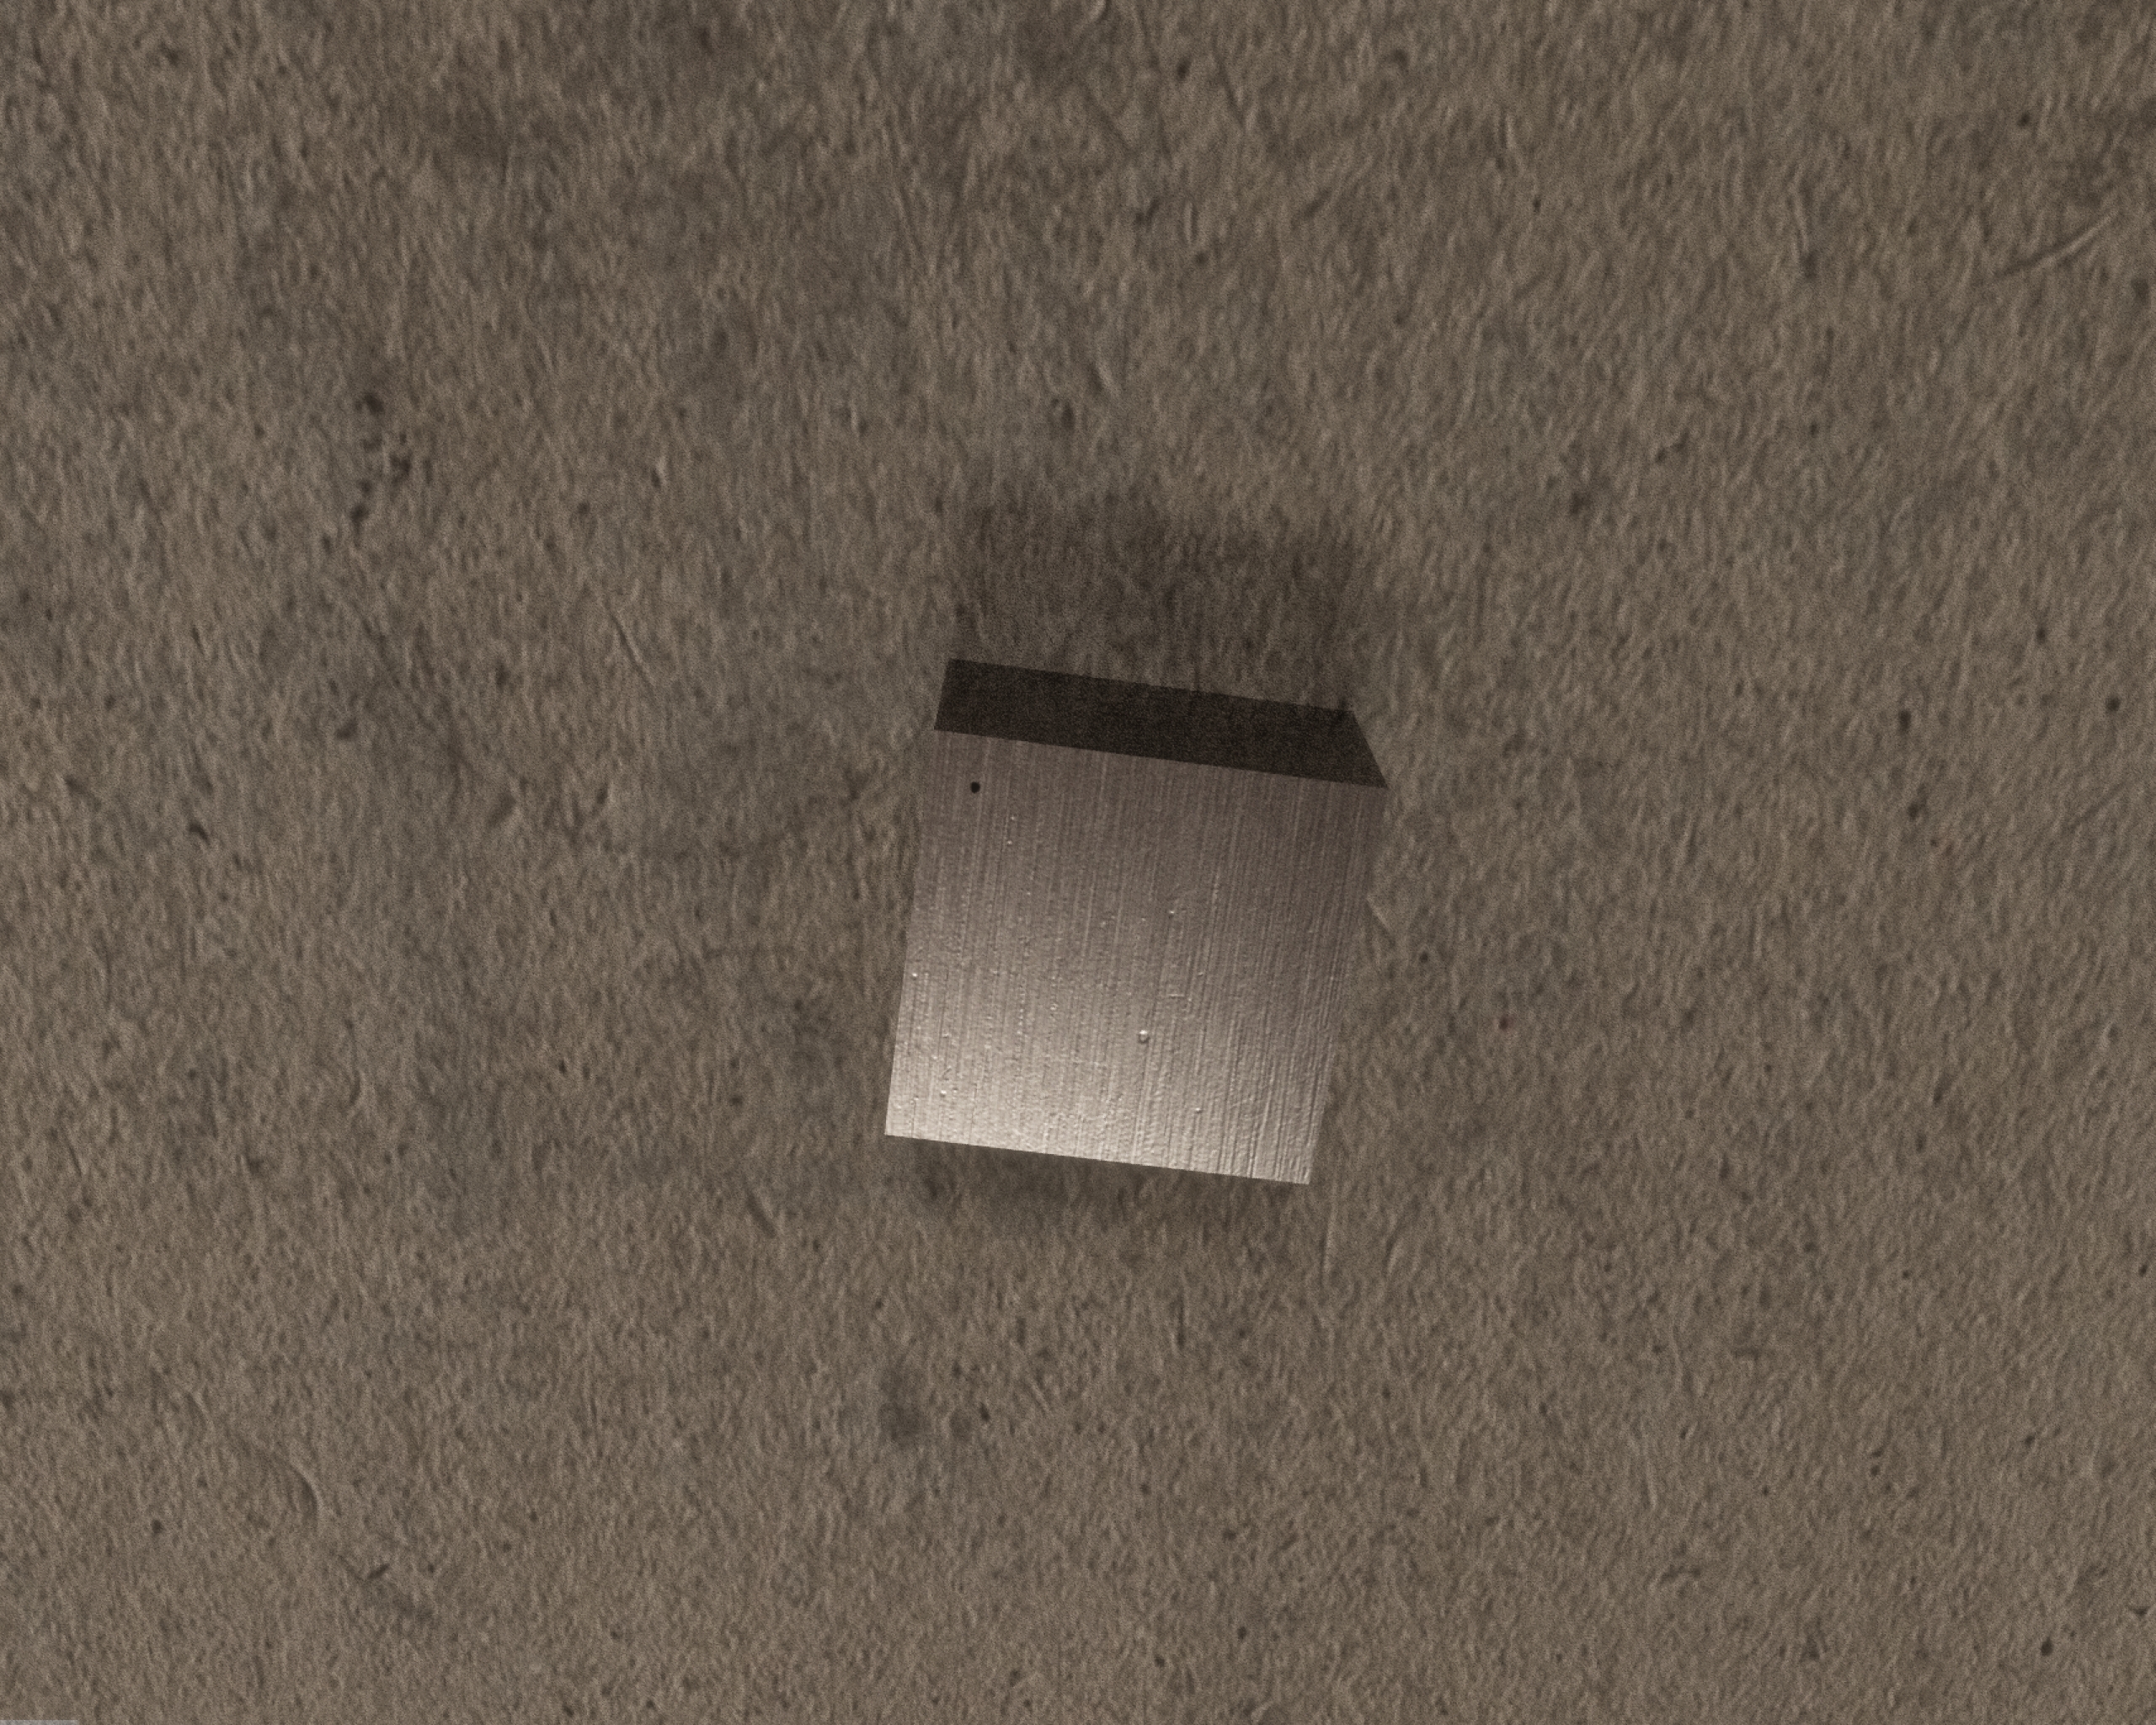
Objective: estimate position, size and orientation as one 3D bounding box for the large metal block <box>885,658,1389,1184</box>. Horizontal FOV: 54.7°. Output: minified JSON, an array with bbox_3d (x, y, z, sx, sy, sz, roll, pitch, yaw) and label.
[{"bbox_3d":[0.009,0.010,0.402,0.081,0.050,0.079,7,110,-3],"label":"large metal block"}]
